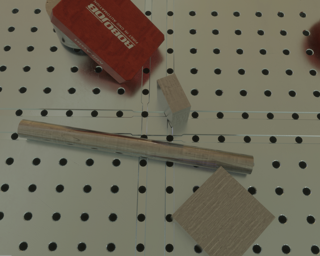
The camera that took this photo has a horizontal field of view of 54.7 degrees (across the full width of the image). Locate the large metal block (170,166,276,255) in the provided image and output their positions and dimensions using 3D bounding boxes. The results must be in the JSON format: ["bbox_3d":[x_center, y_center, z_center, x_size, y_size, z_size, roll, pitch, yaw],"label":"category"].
[{"bbox_3d":[0.069,0.105,0.361,0.080,0.050,0.080,-42,76,-14],"label":"large metal block"}]

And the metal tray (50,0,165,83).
[{"bbox_3d":[-0.068,-0.136,0.424,0.130,0.030,0.090,42,74,-19],"label":"metal tray"}]

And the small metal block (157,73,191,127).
[{"bbox_3d":[0.017,-0.036,0.412,0.025,0.050,0.050,-22,72,-8],"label":"small metal block"}]

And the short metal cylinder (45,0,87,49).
[{"bbox_3d":[-0.118,-0.163,0.452,0.080,0.050,0.080,0,63,1],"label":"short metal cylinder"}]

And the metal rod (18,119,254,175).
[{"bbox_3d":[-0.033,0.024,0.402,0.302,0.025,0.025,9,70,3],"label":"metal rod"}]
